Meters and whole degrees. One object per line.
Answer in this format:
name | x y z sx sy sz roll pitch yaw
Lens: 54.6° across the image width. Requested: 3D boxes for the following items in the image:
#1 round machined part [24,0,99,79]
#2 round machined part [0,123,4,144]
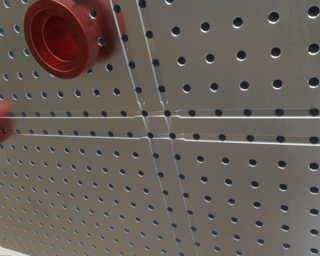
round machined part | -0.118 -0.115 0.393 0.098 0.042 0.097 13 124 21
round machined part | -0.351 0.002 0.588 0.098 0.042 0.097 13 124 21
